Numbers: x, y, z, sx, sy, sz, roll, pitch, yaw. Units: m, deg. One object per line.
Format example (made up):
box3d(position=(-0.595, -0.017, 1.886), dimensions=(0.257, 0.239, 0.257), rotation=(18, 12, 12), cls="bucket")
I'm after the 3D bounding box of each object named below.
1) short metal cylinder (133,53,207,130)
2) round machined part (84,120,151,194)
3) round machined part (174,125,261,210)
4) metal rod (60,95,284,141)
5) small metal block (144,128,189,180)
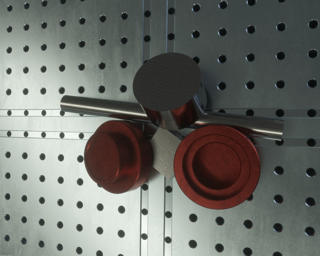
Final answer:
box3d(position=(0.013, -0.044, 0.375), dimensions=(0.080, 0.050, 0.080), rotation=(-6, 63, 13), cls="short metal cylinder")
box3d(position=(-0.062, 0.038, 0.408), dimensions=(0.098, 0.042, 0.097), rotation=(1, 91, 38), cls="round machined part")
box3d(position=(0.069, 0.044, 0.373), dimensions=(0.098, 0.042, 0.097), rotation=(1, 93, 17), cls="round machined part")
box3d(position=(0.001, -0.017, 0.408), dimensions=(0.301, 0.025, 0.025), rotation=(8, 93, 19), cls="metal rod")
box3d(position=(0.011, 0.031, 0.405), dimensions=(0.050, 0.025, 0.050), rotation=(38, 102, 16), cls="small metal block")
